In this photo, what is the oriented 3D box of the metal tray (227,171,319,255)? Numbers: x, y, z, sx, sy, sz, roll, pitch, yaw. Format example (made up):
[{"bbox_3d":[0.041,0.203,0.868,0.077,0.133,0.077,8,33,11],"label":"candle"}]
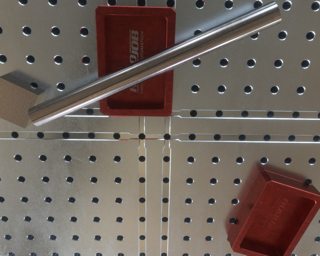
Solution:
[{"bbox_3d":[0.169,0.136,0.463,0.091,0.030,0.129,18,109,-7],"label":"metal tray"}]

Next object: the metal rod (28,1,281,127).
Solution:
[{"bbox_3d":[-0.012,-0.069,0.355,0.301,0.025,0.025,-22,109,7],"label":"metal rod"}]

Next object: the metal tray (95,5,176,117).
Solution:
[{"bbox_3d":[-0.029,-0.080,0.380,0.091,0.030,0.129,1,110,-1],"label":"metal tray"}]

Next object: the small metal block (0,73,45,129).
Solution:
[{"bbox_3d":[-0.184,-0.035,0.398,0.050,0.025,0.050,26,108,-10],"label":"small metal block"}]
